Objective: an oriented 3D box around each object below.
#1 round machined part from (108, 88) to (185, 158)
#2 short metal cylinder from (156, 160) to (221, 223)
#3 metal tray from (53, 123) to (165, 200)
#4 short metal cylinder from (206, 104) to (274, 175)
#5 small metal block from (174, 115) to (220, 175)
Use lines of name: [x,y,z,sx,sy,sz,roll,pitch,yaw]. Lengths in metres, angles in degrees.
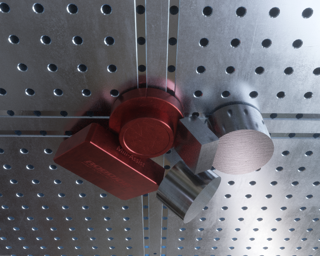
round machined part: [-0.016,0.001,0.395,0.099,0.042,0.097,0,130,0]
short metal cylinder: [0.041,0.086,0.436,0.050,0.081,0.079,37,135,26]
metal tray: [-0.069,0.053,0.433,0.130,0.030,0.090,37,136,-28]
short metal cylinder: [0.101,0.016,0.405,0.081,0.050,0.079,0,130,0]
small metal block: [0.044,0.020,0.384,0.025,0.050,0.050,-15,134,-25]
